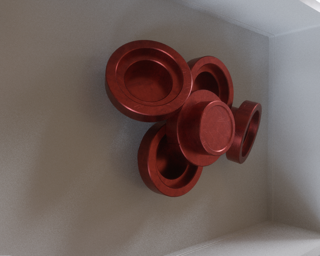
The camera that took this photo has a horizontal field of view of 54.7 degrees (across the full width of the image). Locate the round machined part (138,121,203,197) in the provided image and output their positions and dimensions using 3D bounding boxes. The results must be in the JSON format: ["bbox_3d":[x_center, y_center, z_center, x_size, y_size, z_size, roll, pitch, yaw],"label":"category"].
[{"bbox_3d":[0.010,0.038,0.406,0.099,0.042,0.097,0,90,-40],"label":"round machined part"}]

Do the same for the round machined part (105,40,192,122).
[{"bbox_3d":[-0.015,-0.051,0.365,0.099,0.042,0.098,5,67,-11],"label":"round machined part"}]

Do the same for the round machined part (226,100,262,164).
[{"bbox_3d":[0.122,0.003,0.484,0.099,0.042,0.097,-40,140,-46],"label":"round machined part"}]

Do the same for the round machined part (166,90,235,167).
[{"bbox_3d":[0.058,0.000,0.391,0.099,0.042,0.097,-1,91,-41],"label":"round machined part"}]

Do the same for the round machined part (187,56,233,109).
[{"bbox_3d":[0.060,-0.052,0.448,0.099,0.042,0.097,0,90,-40],"label":"round machined part"}]
